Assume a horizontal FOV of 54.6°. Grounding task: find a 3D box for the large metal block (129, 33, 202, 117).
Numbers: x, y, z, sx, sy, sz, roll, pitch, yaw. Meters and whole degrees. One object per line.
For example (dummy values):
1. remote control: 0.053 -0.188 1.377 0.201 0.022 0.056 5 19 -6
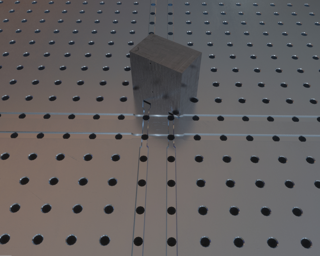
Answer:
1. large metal block: 0.007 -0.074 0.434 0.080 0.080 0.050 27 55 21
